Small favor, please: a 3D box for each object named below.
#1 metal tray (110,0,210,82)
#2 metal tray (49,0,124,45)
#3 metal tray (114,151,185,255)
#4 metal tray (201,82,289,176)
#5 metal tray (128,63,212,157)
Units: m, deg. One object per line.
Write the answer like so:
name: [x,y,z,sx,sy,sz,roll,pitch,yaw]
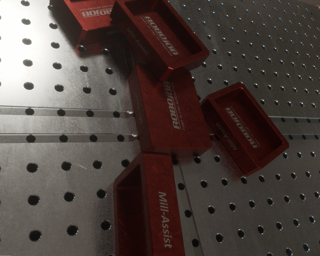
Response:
metal tray: [0.001,-0.136,0.450,0.091,0.030,0.130,-30,78,-38]
metal tray: [-0.085,-0.181,0.470,0.131,0.030,0.090,-26,76,-37]
metal tray: [-0.014,0.098,0.299,0.030,0.090,0.130,7,59,-25]
metal tray: [0.129,-0.003,0.478,0.091,0.030,0.130,-25,76,-37]
metal tray: [0.012,-0.025,0.428,0.091,0.030,0.130,2,61,-28]
